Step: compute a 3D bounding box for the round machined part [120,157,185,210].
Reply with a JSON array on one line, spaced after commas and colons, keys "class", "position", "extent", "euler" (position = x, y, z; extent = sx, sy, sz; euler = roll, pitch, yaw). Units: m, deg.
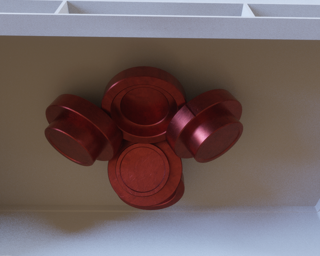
[{"class": "round machined part", "position": [-0.014, 0.076, 0.459], "extent": [0.099, 0.042, 0.097], "euler": [0, 130, 0]}]

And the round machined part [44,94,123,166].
[{"class": "round machined part", "position": [-0.098, 0.009, 0.374], "extent": [0.098, 0.042, 0.097], "euler": [22, 146, 16]}]

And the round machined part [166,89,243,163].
[{"class": "round machined part", "position": [0.059, 0.004, 0.370], "extent": [0.099, 0.042, 0.097], "euler": [-25, 146, -18]}]

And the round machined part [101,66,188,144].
[{"class": "round machined part", "position": [-0.018, -0.031, 0.368], "extent": [0.099, 0.042, 0.097], "euler": [0, 130, 0]}]

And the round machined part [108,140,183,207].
[{"class": "round machined part", "position": [-0.020, 0.053, 0.403], "extent": [0.099, 0.097, 0.042], "euler": [-5, 174, 4]}]
